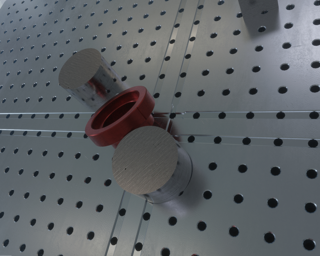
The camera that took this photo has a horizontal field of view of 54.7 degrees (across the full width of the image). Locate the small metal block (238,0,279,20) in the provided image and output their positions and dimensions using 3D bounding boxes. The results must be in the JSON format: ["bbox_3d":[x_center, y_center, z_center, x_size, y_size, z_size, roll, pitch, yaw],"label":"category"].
[{"bbox_3d":[0.135,-0.189,0.437,0.050,0.050,0.025,-16,55,19],"label":"small metal block"}]

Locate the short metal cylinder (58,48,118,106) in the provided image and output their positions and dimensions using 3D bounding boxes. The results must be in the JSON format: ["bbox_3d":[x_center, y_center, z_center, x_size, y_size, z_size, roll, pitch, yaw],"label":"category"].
[{"bbox_3d":[-0.115,-0.082,0.503,0.080,0.050,0.080,-13,56,21],"label":"short metal cylinder"}]

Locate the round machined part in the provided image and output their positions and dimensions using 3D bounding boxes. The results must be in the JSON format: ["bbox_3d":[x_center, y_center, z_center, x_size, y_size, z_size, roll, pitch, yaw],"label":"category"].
[{"bbox_3d":[-0.047,-0.009,0.413,0.098,0.042,0.098,-28,28,16],"label":"round machined part"}]

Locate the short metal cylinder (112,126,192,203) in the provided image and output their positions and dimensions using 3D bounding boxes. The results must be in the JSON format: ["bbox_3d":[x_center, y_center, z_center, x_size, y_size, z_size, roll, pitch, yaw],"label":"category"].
[{"bbox_3d":[-0.009,0.044,0.365,0.080,0.050,0.080,-10,63,20],"label":"short metal cylinder"}]
